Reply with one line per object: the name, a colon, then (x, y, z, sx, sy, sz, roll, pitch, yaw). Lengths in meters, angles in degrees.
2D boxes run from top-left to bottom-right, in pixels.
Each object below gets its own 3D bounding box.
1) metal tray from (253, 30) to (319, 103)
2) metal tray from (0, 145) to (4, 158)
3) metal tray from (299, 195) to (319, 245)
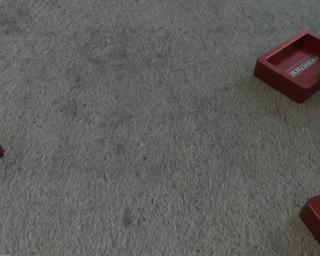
metal tray: (0.224, -0.100, 0.485, 0.131, 0.030, 0.090, -32, 57, -25)
metal tray: (-0.266, 0.046, 0.358, 0.090, 0.030, 0.130, 25, 54, 19)
metal tray: (0.216, 0.117, 0.303, 0.091, 0.030, 0.130, -17, 52, -14)
